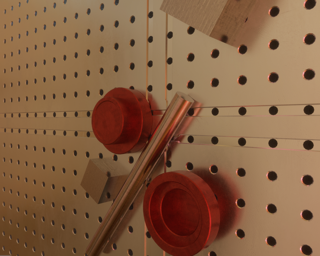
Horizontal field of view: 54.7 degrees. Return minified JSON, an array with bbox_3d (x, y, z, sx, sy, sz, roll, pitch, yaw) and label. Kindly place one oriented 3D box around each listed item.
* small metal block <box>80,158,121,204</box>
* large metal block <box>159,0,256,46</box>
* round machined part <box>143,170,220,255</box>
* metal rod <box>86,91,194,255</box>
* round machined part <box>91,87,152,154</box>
[{"bbox_3d":[-0.094,0.082,0.487,0.050,0.025,0.050,36,112,34],"label":"small metal block"},{"bbox_3d":[0.058,-0.150,0.345,0.080,0.050,0.079,41,115,32],"label":"large metal block"},{"bbox_3d":[0.029,0.100,0.374,0.098,0.042,0.097,0,90,40],"label":"round machined part"},{"bbox_3d":[-0.038,0.080,0.440,0.025,0.025,0.298,44,117,31],"label":"metal rod"},{"bbox_3d":[-0.062,-0.010,0.449,0.098,0.042,0.097,0,90,40],"label":"round machined part"}]
